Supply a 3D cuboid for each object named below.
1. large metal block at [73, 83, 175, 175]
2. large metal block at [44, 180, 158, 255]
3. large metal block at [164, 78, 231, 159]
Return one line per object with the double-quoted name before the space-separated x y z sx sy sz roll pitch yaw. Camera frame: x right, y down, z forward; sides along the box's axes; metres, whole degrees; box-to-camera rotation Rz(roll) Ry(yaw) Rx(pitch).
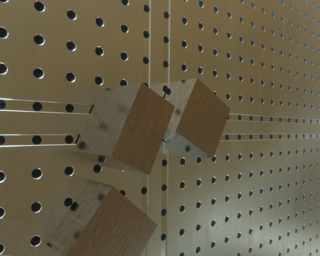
"large metal block" -0.040 0.001 0.341 0.050 0.080 0.080 33 70 -36
"large metal block" -0.062 0.116 0.343 0.080 0.050 0.080 49 61 -29
"large metal block" 0.045 -0.012 0.433 0.080 0.050 0.080 36 68 -35
